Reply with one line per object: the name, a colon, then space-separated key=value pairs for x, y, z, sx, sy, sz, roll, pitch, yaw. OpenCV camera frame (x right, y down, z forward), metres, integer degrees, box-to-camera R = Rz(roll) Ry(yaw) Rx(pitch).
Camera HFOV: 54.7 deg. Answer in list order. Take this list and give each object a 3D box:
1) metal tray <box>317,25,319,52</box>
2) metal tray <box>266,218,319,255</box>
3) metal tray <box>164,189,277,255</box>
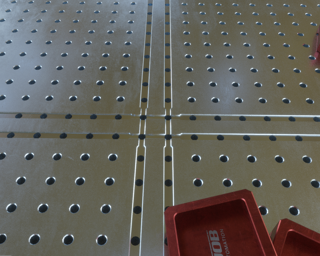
metal tray: x=0.349 y=-0.156 z=0.539 sx=0.130 sy=0.030 sz=0.090 roll=16 pitch=52 yaw=13
metal tray: x=0.158 y=0.152 z=0.278 sx=0.130 sy=0.030 sz=0.090 roll=23 pitch=54 yaw=18
metal tray: x=0.057 y=0.123 z=0.274 sx=0.090 sy=0.030 sz=0.130 roll=-15 pitch=40 yaw=5
